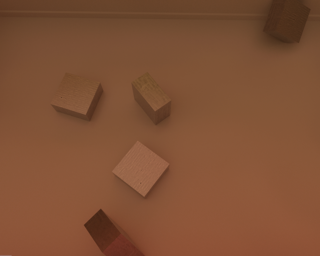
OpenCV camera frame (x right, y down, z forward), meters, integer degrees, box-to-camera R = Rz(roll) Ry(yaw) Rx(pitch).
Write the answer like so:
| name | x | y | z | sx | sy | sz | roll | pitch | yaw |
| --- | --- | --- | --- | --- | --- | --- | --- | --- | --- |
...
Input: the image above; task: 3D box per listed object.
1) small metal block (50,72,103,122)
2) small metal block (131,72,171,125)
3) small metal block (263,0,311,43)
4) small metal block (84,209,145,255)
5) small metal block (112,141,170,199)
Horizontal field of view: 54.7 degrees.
| name | x | y | z | sx | sy | sz | roll | pitch | yaw |
| --- | --- | --- | --- | --- | --- | --- | --- | --- | --- |
| small metal block | -0.112 | -0.042 | 0.424 | 0.050 | 0.025 | 0.050 | 17 | 71 | 6 |
| small metal block | -0.011 | -0.038 | 0.410 | 0.025 | 0.050 | 0.050 | -36 | 74 | -12 |
| small metal block | 0.182 | -0.155 | 0.445 | 0.050 | 0.025 | 0.050 | 13 | 98 | -30 |
| small metal block | -0.050 | 0.123 | 0.340 | 0.025 | 0.050 | 0.050 | -44 | 37 | -14 |
| small metal block | -0.023 | 0.053 | 0.390 | 0.050 | 0.025 | 0.050 | 36 | 74 | 12 |
